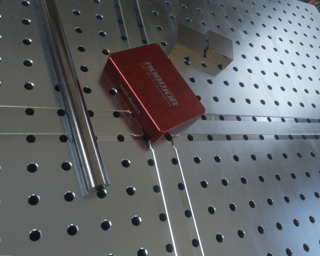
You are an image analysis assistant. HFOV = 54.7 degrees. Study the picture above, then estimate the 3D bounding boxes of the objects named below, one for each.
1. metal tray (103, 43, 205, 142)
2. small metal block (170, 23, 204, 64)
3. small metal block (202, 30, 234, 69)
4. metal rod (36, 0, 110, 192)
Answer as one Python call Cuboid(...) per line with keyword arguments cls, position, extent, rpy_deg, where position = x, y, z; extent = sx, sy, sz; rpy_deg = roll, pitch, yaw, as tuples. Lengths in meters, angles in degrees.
Cuboid(cls="metal tray", position=(-0.007, -0.054, 0.436), extent=(0.091, 0.030, 0.130), rpy_deg=(-26, 76, -37))
Cuboid(cls="small metal block", position=(0.046, -0.142, 0.522), extent=(0.050, 0.025, 0.050), rpy_deg=(18, 55, -18))
Cuboid(cls="small metal block", position=(0.102, -0.140, 0.551), extent=(0.050, 0.025, 0.050), rpy_deg=(18, 55, -18))
Cuboid(cls="metal rod", position=(-0.117, -0.066, 0.386), extent=(0.025, 0.025, 0.299), rpy_deg=(-8, 66, -32))
